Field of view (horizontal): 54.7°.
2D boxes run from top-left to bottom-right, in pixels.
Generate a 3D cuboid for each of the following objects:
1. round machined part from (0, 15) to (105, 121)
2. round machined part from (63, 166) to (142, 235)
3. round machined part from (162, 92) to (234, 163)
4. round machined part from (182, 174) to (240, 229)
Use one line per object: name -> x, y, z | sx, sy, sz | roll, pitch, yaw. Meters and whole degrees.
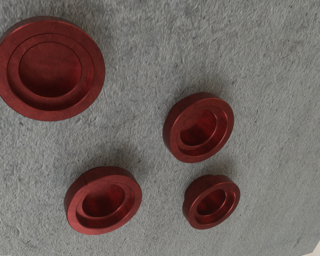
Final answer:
round machined part -> -0.107, -0.059, 0.301 | 0.099, 0.042, 0.097 | -14, 124, -21
round machined part -> -0.077, 0.090, 0.409 | 0.099, 0.042, 0.097 | -14, 124, -21
round machined part -> 0.047, -0.004, 0.419 | 0.099, 0.042, 0.097 | -14, 124, -21
round machined part -> 0.080, 0.116, 0.511 | 0.099, 0.042, 0.097 | -14, 124, -21
